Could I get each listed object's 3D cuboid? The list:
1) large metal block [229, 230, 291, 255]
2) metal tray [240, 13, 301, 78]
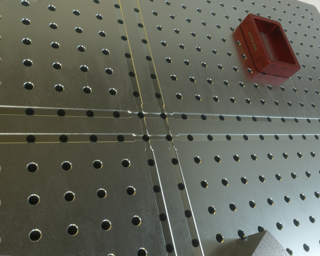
[{"bbox_3d":[0.115,0.178,0.348,0.080,0.050,0.080,49,51,5],"label":"large metal block"},{"bbox_3d":[0.223,-0.168,0.630,0.091,0.030,0.130,4,60,-27],"label":"metal tray"}]
